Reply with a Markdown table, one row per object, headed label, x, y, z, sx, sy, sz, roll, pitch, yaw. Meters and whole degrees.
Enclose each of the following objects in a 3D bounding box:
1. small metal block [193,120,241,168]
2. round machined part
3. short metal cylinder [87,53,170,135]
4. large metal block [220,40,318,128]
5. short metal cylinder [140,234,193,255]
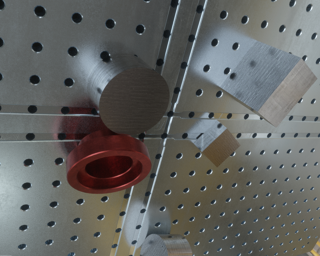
| label | x | y | z | sx | sy | sz | roll | pitch | yaw |
| --- | --- | --- | --- | --- | --- | --- | --- | --- | --- |
| small metal block | 0.088 | 0.025 | 0.474 | 0.050 | 0.025 | 0.050 | -44 | 129 | 2 |
| round machined part | -0.063 | 0.038 | 0.375 | 0.099 | 0.042 | 0.097 | -11 | 144 | -8 |
| short metal cylinder | -0.036 | -0.039 | 0.351 | 0.081 | 0.050 | 0.079 | -14 | 124 | -21 |
| large metal block | 0.143 | -0.060 | 0.416 | 0.050 | 0.080 | 0.080 | 30 | 102 | -38 |
| short metal cylinder | 0.009 | 0.219 | 0.516 | 0.050 | 0.080 | 0.080 | 14 | 111 | -34 |
